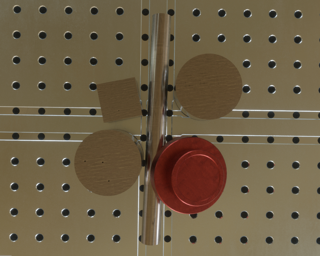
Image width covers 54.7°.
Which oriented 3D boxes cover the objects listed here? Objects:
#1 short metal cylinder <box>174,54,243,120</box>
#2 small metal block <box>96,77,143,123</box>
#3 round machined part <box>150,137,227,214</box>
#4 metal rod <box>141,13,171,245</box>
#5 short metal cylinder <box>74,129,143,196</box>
[{"bbox_3d":[0.059,-0.050,0.397,0.081,0.050,0.079,0,90,0],"label":"short metal cylinder"},{"bbox_3d":[-0.052,-0.036,0.409,0.050,0.025,0.050,-11,90,0],"label":"small metal block"},{"bbox_3d":[0.041,0.060,0.389,0.099,0.042,0.097,0,90,-16],"label":"round machined part"},{"bbox_3d":[-0.005,0.002,0.409,0.025,0.025,0.298,3,90,0],"label":"metal rod"},{"bbox_3d":[-0.062,0.042,0.396,0.081,0.050,0.079,0,90,0],"label":"short metal cylinder"}]
